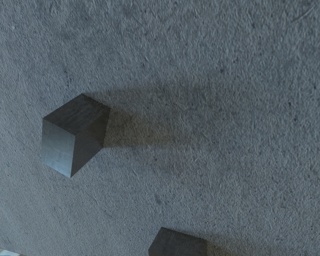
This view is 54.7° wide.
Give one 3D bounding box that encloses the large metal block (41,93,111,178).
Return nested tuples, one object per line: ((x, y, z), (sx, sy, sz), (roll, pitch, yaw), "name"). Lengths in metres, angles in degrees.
((-0.119, 0.010, 0.440), (0.050, 0.080, 0.079), (27, 128, 11), "large metal block")

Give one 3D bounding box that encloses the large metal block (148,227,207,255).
((0.032, 0.220, 0.510), (0.080, 0.050, 0.079), (8, 122, 24), "large metal block")
